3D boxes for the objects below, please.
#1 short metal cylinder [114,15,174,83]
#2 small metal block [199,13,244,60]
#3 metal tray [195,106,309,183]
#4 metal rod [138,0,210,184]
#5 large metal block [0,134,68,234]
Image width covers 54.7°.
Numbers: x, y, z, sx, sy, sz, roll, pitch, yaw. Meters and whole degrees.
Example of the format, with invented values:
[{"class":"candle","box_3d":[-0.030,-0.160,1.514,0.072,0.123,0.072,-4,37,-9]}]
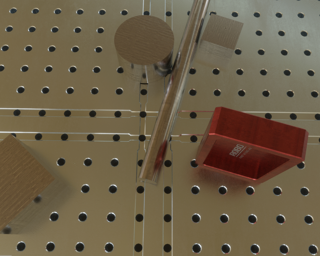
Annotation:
[{"class":"short metal cylinder","box_3d":[-0.021,-0.111,0.439,0.081,0.050,0.080,0,70,0]},{"class":"small metal block","box_3d":[0.091,-0.137,0.463,0.050,0.025,0.050,20,71,7]},{"class":"metal tray","box_3d":[0.093,0.025,0.348,0.090,0.130,0.030,16,71,5]},{"class":"metal rod","box_3d":[0.026,-0.069,0.437,0.025,0.025,0.299,15,70,5]},{"class":"large metal block","box_3d":[-0.175,0.068,0.371,0.080,0.050,0.080,41,75,13]}]
